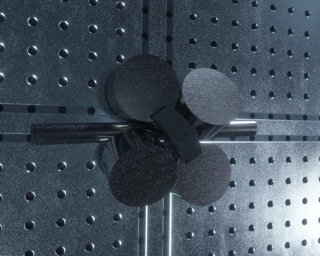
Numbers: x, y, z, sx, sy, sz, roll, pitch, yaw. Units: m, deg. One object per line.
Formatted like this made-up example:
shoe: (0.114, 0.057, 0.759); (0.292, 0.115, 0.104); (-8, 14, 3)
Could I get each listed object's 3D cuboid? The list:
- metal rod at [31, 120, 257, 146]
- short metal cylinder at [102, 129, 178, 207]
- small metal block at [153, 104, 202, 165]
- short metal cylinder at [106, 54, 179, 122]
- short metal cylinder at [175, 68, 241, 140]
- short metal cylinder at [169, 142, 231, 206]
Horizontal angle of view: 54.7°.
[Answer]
metal rod: (-0.006, 0.004, 0.406); (0.303, 0.025, 0.025); (-2, 91, -20)
short metal cylinder: (-0.026, 0.047, 0.373); (0.081, 0.050, 0.079); (-8, 113, -18)
small metal block: (0.021, 0.008, 0.365); (0.025, 0.050, 0.050); (-36, 144, -11)
short metal cylinder: (-0.023, -0.047, 0.387); (0.081, 0.050, 0.079); (0, 90, -20)
short metal cylinder: (0.057, -0.030, 0.403); (0.081, 0.050, 0.080); (8, 64, -16)
short metal cylinder: (0.046, 0.058, 0.413); (0.081, 0.050, 0.079); (0, 90, -20)
